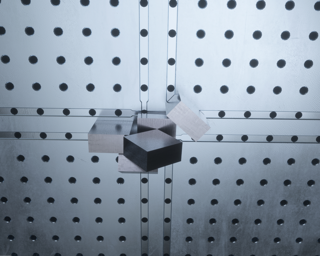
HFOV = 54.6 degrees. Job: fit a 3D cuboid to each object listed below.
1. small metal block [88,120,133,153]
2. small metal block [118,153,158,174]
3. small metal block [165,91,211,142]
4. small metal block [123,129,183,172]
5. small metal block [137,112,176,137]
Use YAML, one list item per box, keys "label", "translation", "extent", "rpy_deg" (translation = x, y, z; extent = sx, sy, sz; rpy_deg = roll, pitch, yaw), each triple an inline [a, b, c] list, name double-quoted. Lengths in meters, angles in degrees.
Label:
- label: "small metal block"
  translation: [-0.062, 0.011, 0.403]
  extent: [0.050, 0.050, 0.025]
  rpy_deg: [2, 111, 0]
- label: "small metal block"
  translation: [-0.028, 0.047, 0.415]
  extent: [0.050, 0.050, 0.025]
  rpy_deg: [1, 79, 0]
- label: "small metal block"
  translation: [0.034, -0.016, 0.394]
  extent: [0.050, 0.050, 0.025]
  rpy_deg: [41, 104, -14]
- label: "small metal block"
  translation: [-0.009, 0.025, 0.372]
  extent: [0.050, 0.050, 0.025]
  rpy_deg: [-13, 115, -35]
- label: "small metal block"
  translation: [-0.005, 0.007, 0.416]
  extent: [0.050, 0.025, 0.050]
  rpy_deg: [1, 110, -2]
